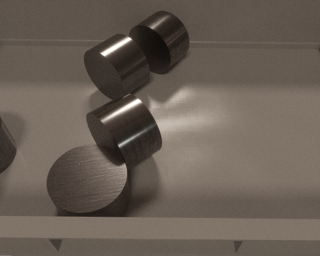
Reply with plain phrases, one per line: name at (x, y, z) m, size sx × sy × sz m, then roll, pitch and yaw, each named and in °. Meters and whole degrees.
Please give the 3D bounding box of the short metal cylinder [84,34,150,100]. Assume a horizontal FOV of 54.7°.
short metal cylinder at (-0.062, -0.086, 0.441) m, size 0.080 × 0.080 × 0.050 m, roll 34°, pitch 58°, yaw 25°

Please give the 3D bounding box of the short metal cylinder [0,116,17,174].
short metal cylinder at (-0.222, 0.019, 0.370) m, size 0.081 × 0.050 × 0.080 m, roll 0°, pitch 50°, yaw 0°

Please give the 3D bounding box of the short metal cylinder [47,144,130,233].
short metal cylinder at (-0.074, 0.064, 0.334) m, size 0.081 × 0.050 × 0.080 m, roll 0°, pitch 50°, yaw 0°

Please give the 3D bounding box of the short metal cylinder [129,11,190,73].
short metal cylinder at (-0.002, -0.133, 0.481) m, size 0.080 × 0.080 × 0.050 m, roll 30°, pitch 56°, yaw 22°

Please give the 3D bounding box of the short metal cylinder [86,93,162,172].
short metal cylinder at (-0.043, 0.006, 0.364) m, size 0.050 × 0.080 × 0.080 m, roll -33°, pitch 58°, yaw -24°
